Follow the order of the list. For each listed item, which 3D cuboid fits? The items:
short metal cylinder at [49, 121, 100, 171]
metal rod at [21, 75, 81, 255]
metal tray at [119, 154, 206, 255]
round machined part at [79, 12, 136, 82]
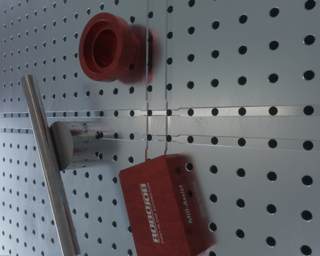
[{"bbox_3d":[-0.146,0.029,0.514,0.080,0.050,0.079,0,90,40],"label":"short metal cylinder"},{"bbox_3d":[-0.176,0.051,0.488,0.025,0.025,0.299,-31,71,35],"label":"metal rod"},{"bbox_3d":[-0.001,0.108,0.407,0.090,0.030,0.129,-24,75,37],"label":"metal tray"},{"bbox_3d":[-0.074,-0.116,0.459,0.098,0.042,0.097,0,90,40],"label":"round machined part"}]
